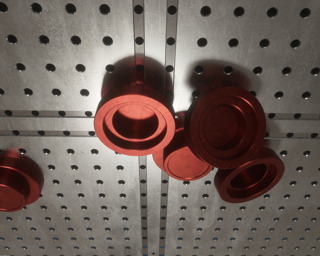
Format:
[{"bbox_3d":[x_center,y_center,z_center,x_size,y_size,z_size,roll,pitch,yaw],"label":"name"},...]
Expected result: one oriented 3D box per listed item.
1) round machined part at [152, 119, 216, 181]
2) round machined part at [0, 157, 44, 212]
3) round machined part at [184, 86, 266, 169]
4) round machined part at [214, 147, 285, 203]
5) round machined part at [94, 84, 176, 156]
[{"bbox_3d":[0.039,0.037,0.433,0.099,0.042,0.097,0,130,0],"label":"round machined part"},{"bbox_3d":[-0.235,0.092,0.476,0.099,0.042,0.097,-1,130,0],"label":"round machined part"},{"bbox_3d":[0.076,-0.002,0.380,0.099,0.042,0.097,-2,96,-15],"label":"round machined part"},{"bbox_3d":[0.122,0.061,0.444,0.099,0.042,0.097,-11,134,-12],"label":"round machined part"},{"bbox_3d":[-0.030,-0.014,0.388,0.099,0.042,0.097,0,130,0],"label":"round machined part"}]
